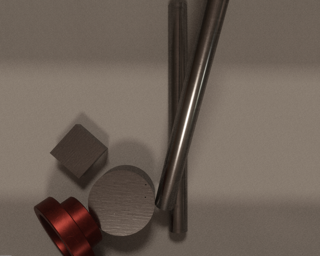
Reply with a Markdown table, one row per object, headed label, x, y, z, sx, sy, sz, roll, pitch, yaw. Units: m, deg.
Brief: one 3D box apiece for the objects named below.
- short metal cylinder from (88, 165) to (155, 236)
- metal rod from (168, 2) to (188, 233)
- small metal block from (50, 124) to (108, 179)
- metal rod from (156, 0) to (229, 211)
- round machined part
| label | x | y | z | sx | sy | sz | roll | pitch | yaw |
| --- | --- | --- | --- | --- | --- | --- | --- | --- | --- |
| short metal cylinder | -0.047 | 0.090 | 0.398 | 0.081 | 0.050 | 0.079 | 0 | 90 | -1 |
| metal rod | 0.024 | -0.013 | 0.411 | 0.025 | 0.025 | 0.298 | 0 | 90 | -1 |
| small metal block | -0.106 | 0.030 | 0.410 | 0.050 | 0.025 | 0.050 | 42 | 90 | -1 |
| metal rod | 0.037 | -0.040 | 0.345 | 0.025 | 0.025 | 0.298 | 13 | 109 | -1 |
| round machined part | -0.108 | 0.124 | 0.381 | 0.042 | 0.098 | 0.098 | -34 | 91 | -32 |
